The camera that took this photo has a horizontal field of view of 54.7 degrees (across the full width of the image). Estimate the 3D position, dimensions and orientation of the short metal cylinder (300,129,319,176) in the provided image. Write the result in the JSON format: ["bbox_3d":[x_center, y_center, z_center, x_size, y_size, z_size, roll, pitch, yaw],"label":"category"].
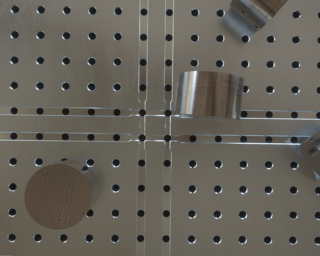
[{"bbox_3d":[0.226,0.035,0.389,0.050,0.080,0.080,-37,90,0],"label":"short metal cylinder"}]

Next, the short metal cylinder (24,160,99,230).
[{"bbox_3d":[-0.124,0.083,0.399,0.081,0.050,0.079,0,90,-2],"label":"short metal cylinder"}]

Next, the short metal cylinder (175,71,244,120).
[{"bbox_3d":[0.062,-0.038,0.387,0.081,0.080,0.050,6,90,-1],"label":"short metal cylinder"}]

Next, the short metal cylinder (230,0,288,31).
[{"bbox_3d":[0.134,-0.170,0.388,0.050,0.080,0.080,41,90,-1],"label":"short metal cylinder"}]
